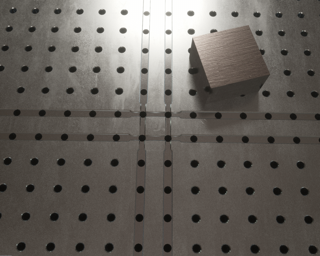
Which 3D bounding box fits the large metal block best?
[{"bbox_3d":[0.093,-0.088,0.432,0.081,0.050,0.080,-14,71,-5],"label":"large metal block"}]
